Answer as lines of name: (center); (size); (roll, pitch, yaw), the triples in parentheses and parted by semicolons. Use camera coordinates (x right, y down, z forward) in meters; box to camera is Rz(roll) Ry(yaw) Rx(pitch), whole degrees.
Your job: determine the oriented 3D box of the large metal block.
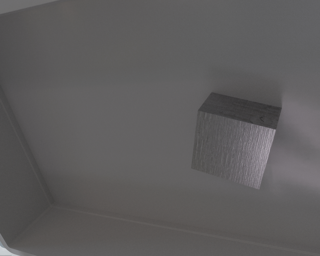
large metal block: (0.086, 0.013, 0.356); (0.080, 0.050, 0.079); (15, 125, 19)
